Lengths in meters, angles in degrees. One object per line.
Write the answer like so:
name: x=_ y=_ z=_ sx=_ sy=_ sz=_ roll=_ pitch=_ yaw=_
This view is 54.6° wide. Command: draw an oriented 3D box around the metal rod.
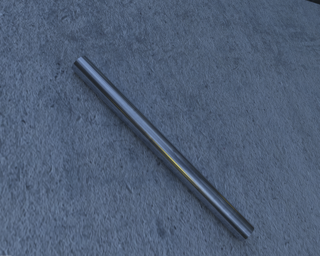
metal rod: x=0.001 y=0.023 z=0.389 sx=0.300 sy=0.025 sz=0.025 roll=45 pitch=51 yaw=3
